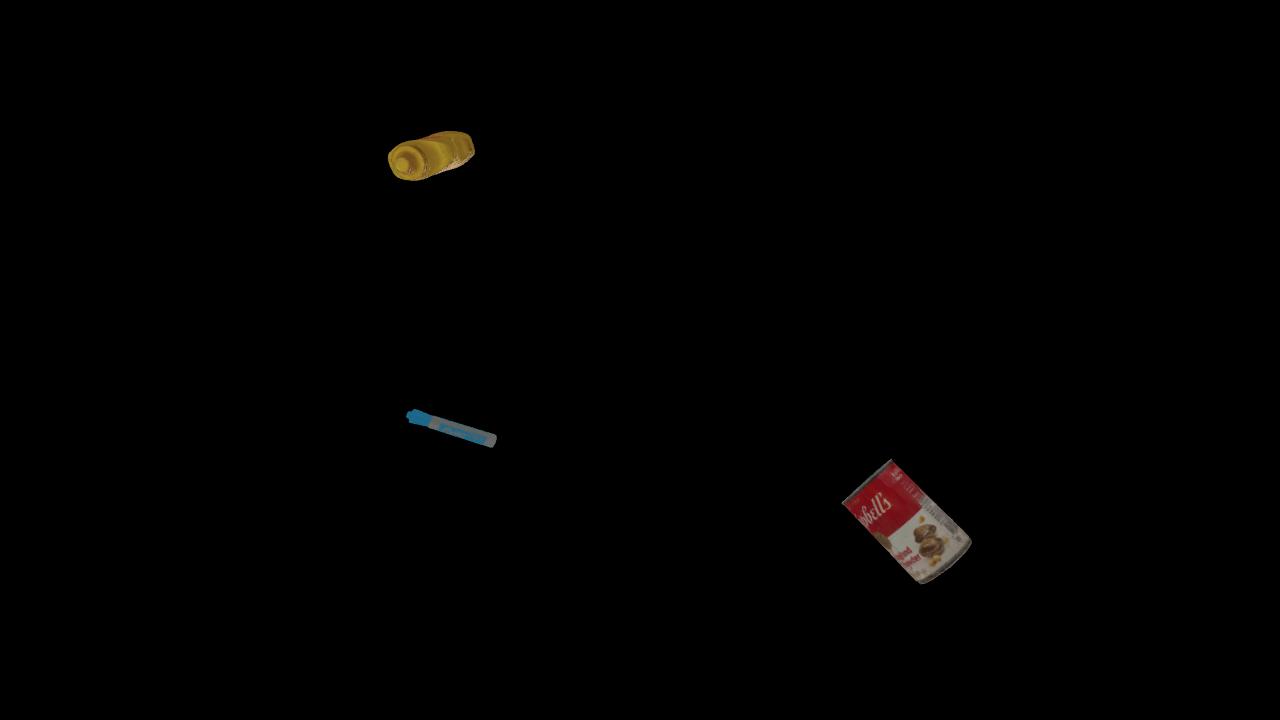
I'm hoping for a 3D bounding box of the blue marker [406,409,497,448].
[{"bbox_3d":[-0.247,0.090,0.809,0.121,0.020,0.020,24,-13,-31],"label":"blue marker"}]

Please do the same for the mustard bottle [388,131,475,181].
[{"bbox_3d":[-0.290,-0.275,0.835,0.092,0.054,0.184,-6,24,4],"label":"mustard bottle"}]

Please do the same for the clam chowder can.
[{"bbox_3d":[0.260,0.157,0.603,0.102,0.068,0.068,48,21,20],"label":"clam chowder can"}]
